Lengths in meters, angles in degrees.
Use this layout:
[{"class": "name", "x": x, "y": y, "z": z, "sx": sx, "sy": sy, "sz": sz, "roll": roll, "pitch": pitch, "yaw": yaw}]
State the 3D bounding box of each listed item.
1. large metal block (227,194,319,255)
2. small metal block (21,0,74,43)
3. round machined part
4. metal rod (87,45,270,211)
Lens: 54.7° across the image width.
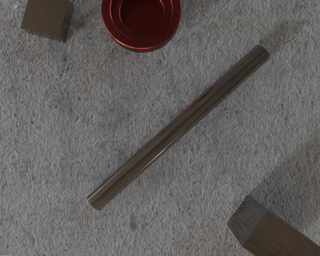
[{"class": "large metal block", "x": 0.138, "y": 0.134, "z": 0.384, "sx": 0.080, "sy": 0.080, "sz": 0.050, "roll": 35, "pitch": 90, "yaw": 0}, {"class": "small metal block", "x": -0.147, "y": -0.146, "z": 0.409, "sx": 0.050, "sy": 0.025, "sz": 0.050, "roll": 15, "pitch": 90, "yaw": 0}, {"class": "round machined part", "x": -0.023, "y": -0.146, "z": 0.401, "sx": 0.099, "sy": 0.042, "sz": 0.097, "roll": 0, "pitch": 90, "yaw": 0}, {"class": "metal rod", "x": 0.025, "y": -0.001, "z": 0.410, "sx": 0.300, "sy": 0.025, "sz": 0.025, "roll": -42, "pitch": 90, "yaw": 0}]
